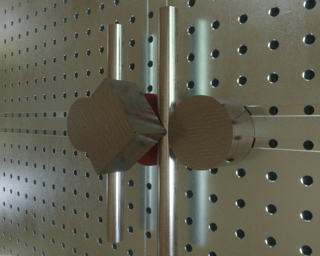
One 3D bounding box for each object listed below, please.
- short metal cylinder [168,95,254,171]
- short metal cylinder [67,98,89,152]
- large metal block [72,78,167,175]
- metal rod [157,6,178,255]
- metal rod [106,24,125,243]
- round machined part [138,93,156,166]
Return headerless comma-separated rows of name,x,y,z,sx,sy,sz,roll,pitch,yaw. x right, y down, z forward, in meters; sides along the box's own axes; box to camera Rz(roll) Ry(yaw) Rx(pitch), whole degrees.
short metal cylinder,0.056,0.005,0.346,0.080,0.050,0.080,0,90,40
short metal cylinder,-0.097,-0.005,0.474,0.080,0.050,0.080,0,90,40
large metal block,-0.051,-0.001,0.374,0.080,0.050,0.080,-46,63,30
metal rod,0.009,0.006,0.375,0.025,0.025,0.298,0,90,40
metal rod,-0.063,0.007,0.434,0.025,0.025,0.298,1,90,40
round machined part,-0.018,0.002,0.414,0.098,0.042,0.097,0,90,40
